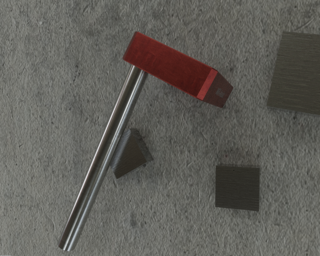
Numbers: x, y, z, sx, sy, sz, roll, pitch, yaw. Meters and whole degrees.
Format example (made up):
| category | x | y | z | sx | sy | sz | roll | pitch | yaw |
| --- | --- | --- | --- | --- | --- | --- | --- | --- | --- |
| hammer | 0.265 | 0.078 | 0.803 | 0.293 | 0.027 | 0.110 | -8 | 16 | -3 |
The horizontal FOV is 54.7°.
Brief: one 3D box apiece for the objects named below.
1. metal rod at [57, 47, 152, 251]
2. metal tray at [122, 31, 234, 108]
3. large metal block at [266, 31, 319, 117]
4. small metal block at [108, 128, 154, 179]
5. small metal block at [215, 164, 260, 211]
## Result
| category | x | y | z | sx | sy | sz | roll | pitch | yaw |
| --- | --- | --- | --- | --- | --- | --- | --- | --- | --- |
| metal rod | -0.069 | 0.026 | 0.405 | 0.025 | 0.025 | 0.298 | 26 | 98 | 18 |
| metal tray | 0.027 | -0.059 | 0.343 | 0.090 | 0.130 | 0.030 | 30 | 100 | 17 |
| large metal block | 0.166 | -0.054 | 0.337 | 0.080 | 0.050 | 0.079 | 12 | 94 | 19 |
| small metal block | -0.045 | 0.035 | 0.424 | 0.050 | 0.025 | 0.050 | -31 | 80 | 17 |
| small metal block | 0.095 | 0.070 | 0.375 | 0.050 | 0.025 | 0.050 | 1 | 90 | 19 |
